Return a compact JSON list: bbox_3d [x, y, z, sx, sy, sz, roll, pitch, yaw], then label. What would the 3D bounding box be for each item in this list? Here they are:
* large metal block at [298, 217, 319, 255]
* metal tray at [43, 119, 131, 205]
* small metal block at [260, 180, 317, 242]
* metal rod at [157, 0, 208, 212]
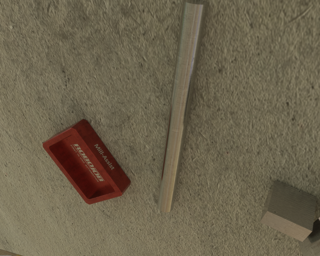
[{"bbox_3d":[0.215,0.129,0.338,0.081,0.050,0.079,14,129,-12],"label":"large metal block"},{"bbox_3d":[-0.118,0.058,0.499,0.090,0.030,0.130,-23,106,36],"label":"metal tray"},{"bbox_3d":[0.153,0.097,0.368,0.050,0.050,0.025,23,135,14],"label":"small metal block"},{"bbox_3d":[0.022,-0.003,0.391,0.025,0.025,0.298,18,126,17],"label":"metal rod"}]
